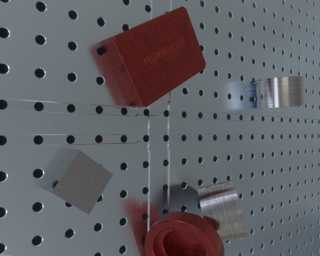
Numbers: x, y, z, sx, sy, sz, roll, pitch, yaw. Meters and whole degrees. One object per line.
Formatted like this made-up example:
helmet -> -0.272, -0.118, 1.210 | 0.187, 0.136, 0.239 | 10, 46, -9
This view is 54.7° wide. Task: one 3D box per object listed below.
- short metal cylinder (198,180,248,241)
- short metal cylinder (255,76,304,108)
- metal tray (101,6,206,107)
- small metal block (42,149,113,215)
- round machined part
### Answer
short metal cylinder -> 0.088, 0.118, 0.441 | 0.080, 0.050, 0.080 | -15, 91, -82
short metal cylinder -> 0.213, -0.063, 0.552 | 0.081, 0.080, 0.050 | -6, 94, -40
metal tray -> -0.002, -0.094, 0.404 | 0.131, 0.030, 0.090 | -37, 113, -34
small metal block -> -0.088, 0.058, 0.336 | 0.050, 0.025, 0.050 | 44, 64, -31
round machined part -> 0.034, 0.149, 0.398 | 0.042, 0.098, 0.097 | -41, 118, -62
